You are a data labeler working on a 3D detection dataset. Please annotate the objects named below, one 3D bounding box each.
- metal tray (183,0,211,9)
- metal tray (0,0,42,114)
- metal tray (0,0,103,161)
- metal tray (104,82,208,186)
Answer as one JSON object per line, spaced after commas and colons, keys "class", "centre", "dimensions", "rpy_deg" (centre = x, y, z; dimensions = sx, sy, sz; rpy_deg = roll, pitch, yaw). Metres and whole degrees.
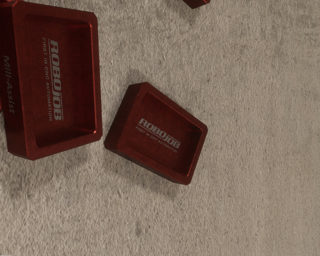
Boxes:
{"class": "metal tray", "centre": [0.028, -0.241, 0.426], "dimensions": [0.131, 0.030, 0.090], "rpy_deg": [28, 72, -37]}
{"class": "metal tray", "centre": [-0.168, -0.064, 0.260], "dimensions": [0.090, 0.030, 0.130], "rpy_deg": [28, 73, -37]}
{"class": "metal tray", "centre": [-0.099, -0.044, 0.291], "dimensions": [0.091, 0.030, 0.129], "rpy_deg": [-19, 112, -54]}
{"class": "metal tray", "centre": [0.001, 0.011, 0.404], "dimensions": [0.130, 0.030, 0.090], "rpy_deg": [33, 70, -35]}
